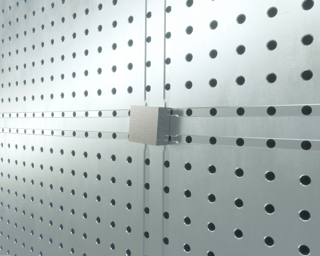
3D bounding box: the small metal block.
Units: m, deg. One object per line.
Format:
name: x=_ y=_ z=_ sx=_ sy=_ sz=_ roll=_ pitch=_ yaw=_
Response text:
small metal block: x=-0.015 y=-0.004 z=0.419 sx=0.050 sy=0.025 sz=0.050 roll=7 pitch=94 yaw=39
